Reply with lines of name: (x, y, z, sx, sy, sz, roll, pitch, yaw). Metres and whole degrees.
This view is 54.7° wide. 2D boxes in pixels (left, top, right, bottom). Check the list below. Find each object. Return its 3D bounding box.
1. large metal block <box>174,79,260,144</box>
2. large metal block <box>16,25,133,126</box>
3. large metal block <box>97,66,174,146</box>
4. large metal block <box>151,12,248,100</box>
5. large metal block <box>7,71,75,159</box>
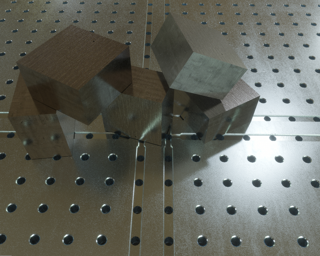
large metal block: (0.073, -0.037, 0.423, 0.081, 0.050, 0.080, -24, 54, -19)
large metal block: (-0.088, -0.060, 0.335, 0.080, 0.050, 0.080, 25, 54, 19)
large metal block: (-0.028, -0.030, 0.396, 0.080, 0.080, 0.050, 15, 52, 11)
large metal block: (0.045, -0.086, 0.375, 0.081, 0.050, 0.080, 8, 44, -32)
large metal block: (-0.141, -0.019, 0.385, 0.050, 0.080, 0.080, -5, 50, -4)
